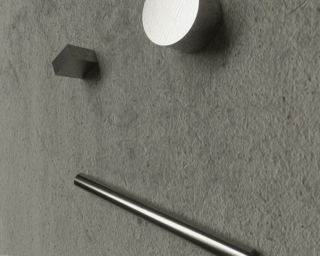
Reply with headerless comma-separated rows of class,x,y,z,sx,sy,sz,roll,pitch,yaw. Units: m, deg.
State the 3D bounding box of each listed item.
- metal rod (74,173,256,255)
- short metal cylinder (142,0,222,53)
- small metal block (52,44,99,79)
metal rod,-0.018,0.113,0.419,0.300,0.025,0.025,13,99,39
short metal cylinder,0.026,-0.133,0.367,0.080,0.050,0.080,0,90,40
small metal block,-0.138,-0.106,0.502,0.050,0.050,0.025,-32,70,35
